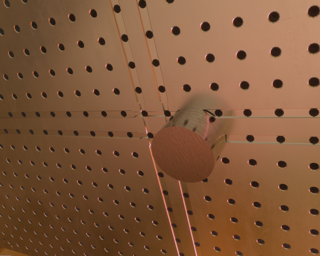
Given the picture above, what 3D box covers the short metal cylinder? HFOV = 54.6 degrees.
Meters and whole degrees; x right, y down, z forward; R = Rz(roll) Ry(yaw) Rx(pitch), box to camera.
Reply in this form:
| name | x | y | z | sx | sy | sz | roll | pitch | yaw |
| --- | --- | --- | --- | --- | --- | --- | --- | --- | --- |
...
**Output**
| name | x | y | z | sx | sy | sz | roll | pitch | yaw |
| --- | --- | --- | --- | --- | --- | --- | --- | --- | --- |
| short metal cylinder | 0.036 | 0.021 | 0.389 | 0.080 | 0.050 | 0.080 | 13 | 124 | 21 |
